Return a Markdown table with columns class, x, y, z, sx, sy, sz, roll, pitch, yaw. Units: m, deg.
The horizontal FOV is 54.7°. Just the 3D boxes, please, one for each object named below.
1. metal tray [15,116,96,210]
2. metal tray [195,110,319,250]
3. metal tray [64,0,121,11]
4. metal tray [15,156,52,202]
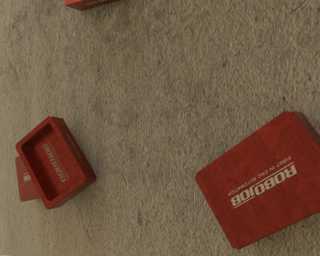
| class | x | y | z | sx | sy | sz | roll | pitch | yaw |
| --- | --- | --- | --- | --- | --- | --- | --- | --- | --- |
| metal tray | -0.176 | 0.056 | 0.517 | 0.090 | 0.030 | 0.130 | -38 | 74 | 13 |
| metal tray | 0.107 | 0.054 | 0.313 | 0.129 | 0.030 | 0.090 | -42 | 65 | 32 |
| metal tray | -0.097 | -0.241 | 0.481 | 0.130 | 0.030 | 0.089 | 6 | 94 | 39 |
| metal tray | -0.227 | 0.087 | 0.589 | 0.130 | 0.030 | 0.090 | -19 | 78 | 38 |
